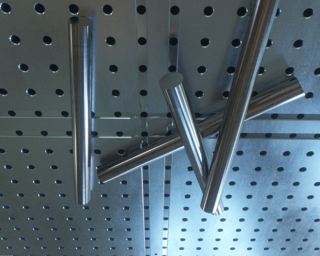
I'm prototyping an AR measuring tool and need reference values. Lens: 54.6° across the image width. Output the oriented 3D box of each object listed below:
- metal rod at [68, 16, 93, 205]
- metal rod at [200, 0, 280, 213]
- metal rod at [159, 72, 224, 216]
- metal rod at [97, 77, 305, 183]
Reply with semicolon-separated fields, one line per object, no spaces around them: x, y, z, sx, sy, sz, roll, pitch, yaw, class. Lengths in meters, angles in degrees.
-0.104;0.003;0.412;0.025;0.025;0.298;7;130;-6;metal rod
0.088;-0.013;0.370;0.025;0.025;0.298;5;121;-5;metal rod
0.054;0.045;0.421;0.025;0.025;0.299;-13;138;11;metal rod
0.040;0.011;0.420;0.300;0.025;0.025;-25;126;20;metal rod
